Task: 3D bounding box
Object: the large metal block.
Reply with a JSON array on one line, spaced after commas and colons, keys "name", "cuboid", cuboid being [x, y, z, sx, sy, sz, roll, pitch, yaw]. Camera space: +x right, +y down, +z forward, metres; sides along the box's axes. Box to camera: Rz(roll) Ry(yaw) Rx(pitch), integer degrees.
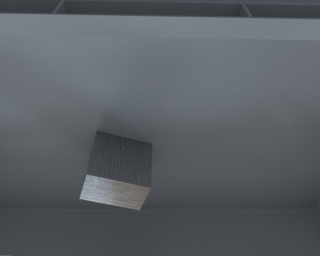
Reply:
[{"name": "large metal block", "cuboid": [-0.057, 0.057, 0.421, 0.081, 0.080, 0.050, 15, 129, -13]}]
